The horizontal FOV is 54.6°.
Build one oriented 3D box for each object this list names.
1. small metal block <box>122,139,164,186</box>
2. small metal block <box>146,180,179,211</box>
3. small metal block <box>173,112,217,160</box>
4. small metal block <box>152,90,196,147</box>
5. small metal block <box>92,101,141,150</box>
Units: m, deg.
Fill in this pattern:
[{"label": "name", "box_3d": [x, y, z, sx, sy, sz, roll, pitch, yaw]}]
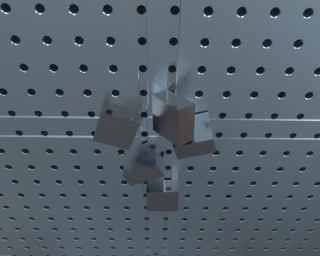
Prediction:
[{"label": "small metal block", "box_3d": [-0.023, 0.048, 0.436, 0.050, 0.050, 0.025, -19, 128, 16]}, {"label": "small metal block", "box_3d": [0.004, 0.110, 0.505, 0.050, 0.025, 0.050, -1, 130, 0]}, {"label": "small metal block", "box_3d": [0.043, 0.010, 0.402, 0.050, 0.050, 0.025, -12, 133, 10]}, {"label": "small metal block", "box_3d": [0.016, -0.013, 0.377, 0.025, 0.050, 0.050, -22, 128, -30]}, {"label": "small metal block", "box_3d": [-0.057, -0.002, 0.409, 0.050, 0.025, 0.050, 16, 128, -13]}]
